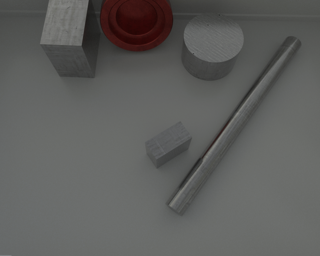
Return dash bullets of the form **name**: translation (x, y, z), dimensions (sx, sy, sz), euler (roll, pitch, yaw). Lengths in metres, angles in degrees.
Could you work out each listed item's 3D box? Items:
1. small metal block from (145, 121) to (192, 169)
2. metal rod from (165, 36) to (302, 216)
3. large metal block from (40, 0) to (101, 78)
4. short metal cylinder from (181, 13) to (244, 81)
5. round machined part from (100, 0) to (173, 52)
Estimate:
- **small metal block**: translation (0.010, 0.022, 0.388), dimensions (0.050, 0.050, 0.025), euler (-31, 73, -11)
- **metal rod**: translation (0.107, -0.014, 0.415), dimensions (0.025, 0.025, 0.300), euler (35, 73, 11)
- **large metal block**: translation (-0.118, -0.124, 0.424), dimensions (0.050, 0.080, 0.080), euler (3, 70, 1)
- **short metal cylinder**: translation (0.072, -0.114, 0.439), dimensions (0.081, 0.050, 0.080), euler (0, 70, 0)
- **round machined part**: translation (-0.033, -0.159, 0.432), dimensions (0.099, 0.097, 0.042), euler (-4, 51, -2)
